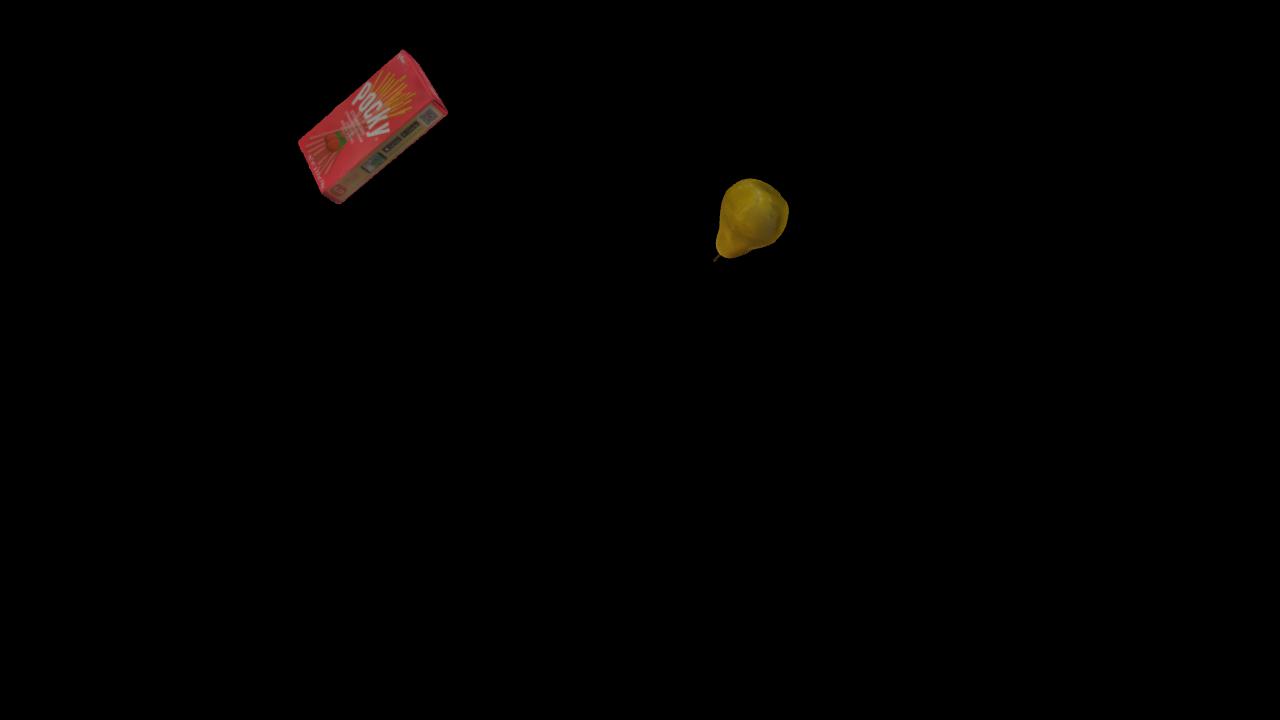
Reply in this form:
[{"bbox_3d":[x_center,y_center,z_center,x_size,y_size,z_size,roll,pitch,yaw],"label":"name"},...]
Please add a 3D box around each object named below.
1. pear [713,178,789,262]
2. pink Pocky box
[{"bbox_3d":[0.114,-0.146,0.696,0.080,0.111,0.080,23,33,-16],"label":"pear"},{"bbox_3d":[-0.279,-0.241,0.638,0.155,0.084,0.029,-36,-21,8],"label":"pink Pocky box"}]
